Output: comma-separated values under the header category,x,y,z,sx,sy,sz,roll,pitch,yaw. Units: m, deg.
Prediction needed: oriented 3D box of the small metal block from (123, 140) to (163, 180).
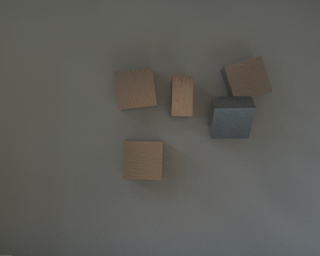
category,x,y,z,sx,sy,sz,roll,pitch,yaw
small metal block,-0.022,0.042,0.411,0.050,0.025,0.050,2,90,0

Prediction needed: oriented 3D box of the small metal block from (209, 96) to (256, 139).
category,x,y,z,sx,sy,sz,roll,pitch,yaw
small metal block,0.091,-0.013,0.399,0.050,0.025,0.050,-1,130,0

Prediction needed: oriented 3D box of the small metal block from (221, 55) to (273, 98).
category,x,y,z,sx,sy,sz,roll,pitch,yaw
small metal block,0.114,-0.063,0.412,0.050,0.025,0.050,-17,90,0

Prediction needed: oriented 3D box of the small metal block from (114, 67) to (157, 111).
category,x,y,z,sx,sy,sz,roll,pitch,yaw
small metal block,-0.032,-0.051,0.411,0.050,0.025,0.050,-7,90,0

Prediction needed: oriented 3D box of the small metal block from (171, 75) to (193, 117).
category,x,y,z,sx,sy,sz,roll,pitch,yaw
small metal block,0.027,-0.039,0.399,0.025,0.050,0.050,1,90,0
